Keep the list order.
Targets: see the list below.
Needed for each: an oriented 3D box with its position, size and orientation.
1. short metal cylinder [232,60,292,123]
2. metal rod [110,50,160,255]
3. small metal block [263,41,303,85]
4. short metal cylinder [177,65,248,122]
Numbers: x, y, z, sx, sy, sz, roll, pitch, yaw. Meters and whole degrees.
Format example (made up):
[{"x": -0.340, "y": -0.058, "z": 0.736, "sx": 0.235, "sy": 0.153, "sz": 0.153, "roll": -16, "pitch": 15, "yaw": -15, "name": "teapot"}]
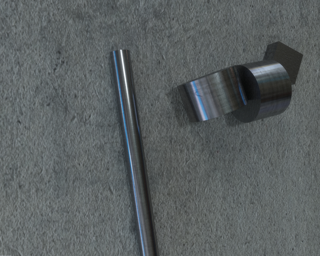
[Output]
[{"x": 0.134, "y": -0.051, "z": 0.431, "sx": 0.050, "sy": 0.080, "sz": 0.080, "roll": -14, "pitch": 95, "yaw": -20, "name": "short metal cylinder"}, {"x": -0.030, "y": 0.051, "z": 0.398, "sx": 0.025, "sy": 0.025, "sz": 0.298, "roll": -9, "pitch": 93, "yaw": -20, "name": "metal rod"}, {"x": 0.188, "y": -0.099, "z": 0.480, "sx": 0.050, "sy": 0.025, "sz": 0.050, "roll": 21, "pitch": 83, "yaw": -19, "name": "small metal block"}, {"x": 0.069, "y": -0.045, "z": 0.406, "sx": 0.081, "sy": 0.080, "sz": 0.050, "roll": -23, "pitch": 98, "yaw": -19, "name": "short metal cylinder"}]
